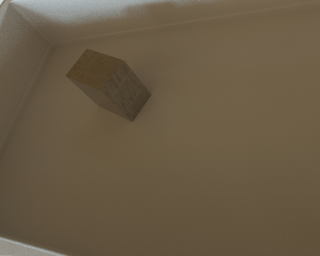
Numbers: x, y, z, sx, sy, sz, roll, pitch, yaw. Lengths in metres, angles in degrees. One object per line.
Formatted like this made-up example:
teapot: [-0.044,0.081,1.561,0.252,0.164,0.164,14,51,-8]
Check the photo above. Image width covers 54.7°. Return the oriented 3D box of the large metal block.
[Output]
large metal block: [-0.072,-0.061,0.444,0.080,0.080,0.050,25,75,36]
